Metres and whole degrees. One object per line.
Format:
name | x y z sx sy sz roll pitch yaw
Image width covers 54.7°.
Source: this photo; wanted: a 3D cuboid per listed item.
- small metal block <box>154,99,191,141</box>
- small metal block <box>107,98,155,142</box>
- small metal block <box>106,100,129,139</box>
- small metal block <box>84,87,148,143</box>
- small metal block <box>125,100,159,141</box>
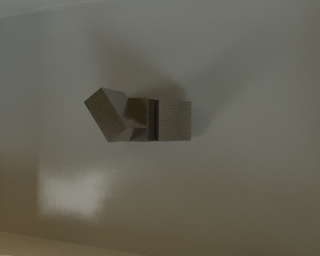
small metal block | 0.012 -0.009 0.389 0.025 0.050 0.050 1 90 54
small metal block | -0.034 -0.010 0.367 0.050 0.025 0.050 1 90 20
small metal block | -0.057 -0.011 0.412 0.025 0.050 0.050 1 90 -14
small metal block | -0.046 -0.013 0.331 0.025 0.050 0.050 -37 78 17
small metal block | -0.022 -0.010 0.403 0.025 0.050 0.050 1 90 20
